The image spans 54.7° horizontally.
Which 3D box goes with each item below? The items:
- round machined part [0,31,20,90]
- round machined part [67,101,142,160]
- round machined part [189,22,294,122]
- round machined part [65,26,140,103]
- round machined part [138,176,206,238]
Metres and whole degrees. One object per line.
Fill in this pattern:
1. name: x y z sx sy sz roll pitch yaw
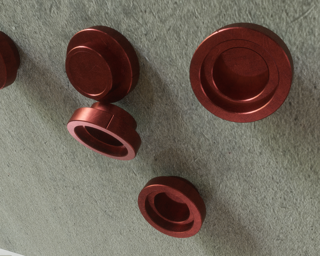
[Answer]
1. round machined part: -0.251 -0.108 0.462 0.098 0.042 0.097 13 124 21
2. round machined part: -0.070 0.001 0.417 0.098 0.042 0.098 18 153 10
3. round machined part: 0.083 -0.058 0.316 0.098 0.042 0.097 13 124 21
4. round machined part: -0.079 -0.075 0.391 0.098 0.042 0.097 13 124 21
5. round machined part: 0.021 0.109 0.453 0.098 0.042 0.097 13 124 21
